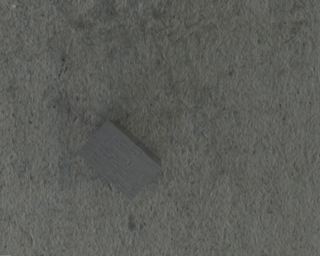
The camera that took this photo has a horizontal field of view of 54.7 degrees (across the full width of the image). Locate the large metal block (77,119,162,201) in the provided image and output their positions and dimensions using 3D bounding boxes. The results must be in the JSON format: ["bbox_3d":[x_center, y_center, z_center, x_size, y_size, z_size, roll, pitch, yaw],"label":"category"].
[{"bbox_3d":[-0.045,0.035,0.382,0.080,0.080,0.050,42,90,-1],"label":"large metal block"}]
